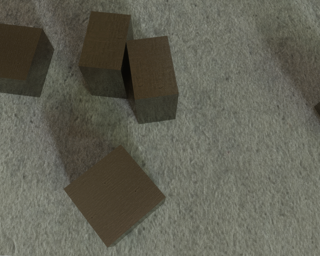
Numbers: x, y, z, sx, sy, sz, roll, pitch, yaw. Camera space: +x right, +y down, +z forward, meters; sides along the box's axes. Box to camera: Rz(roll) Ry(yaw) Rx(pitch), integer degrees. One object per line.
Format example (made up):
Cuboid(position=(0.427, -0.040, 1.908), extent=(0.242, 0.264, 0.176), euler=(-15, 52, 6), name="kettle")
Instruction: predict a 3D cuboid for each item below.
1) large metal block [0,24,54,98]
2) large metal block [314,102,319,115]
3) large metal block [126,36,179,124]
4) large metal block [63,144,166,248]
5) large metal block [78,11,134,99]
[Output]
Cuboid(position=(-0.203, -0.093, 0.426), extent=(0.080, 0.050, 0.080), euler=(7, 70, 2), name="large metal block")
Cuboid(position=(0.269, -0.017, 0.405), extent=(0.080, 0.050, 0.080), euler=(-20, 72, -8), name="large metal block")
Cuboid(position=(-0.010, -0.059, 0.400), extent=(0.050, 0.080, 0.080), euler=(-8, 70, -3), name="large metal block")
Cuboid(position=(-0.050, 0.080, 0.365), extent=(0.080, 0.050, 0.080), euler=(-39, 75, -13), name="large metal block")
Cuboid(position=(-0.066, -0.094, 0.412), extent=(0.050, 0.080, 0.080), euler=(6, 70, 2), name="large metal block")
